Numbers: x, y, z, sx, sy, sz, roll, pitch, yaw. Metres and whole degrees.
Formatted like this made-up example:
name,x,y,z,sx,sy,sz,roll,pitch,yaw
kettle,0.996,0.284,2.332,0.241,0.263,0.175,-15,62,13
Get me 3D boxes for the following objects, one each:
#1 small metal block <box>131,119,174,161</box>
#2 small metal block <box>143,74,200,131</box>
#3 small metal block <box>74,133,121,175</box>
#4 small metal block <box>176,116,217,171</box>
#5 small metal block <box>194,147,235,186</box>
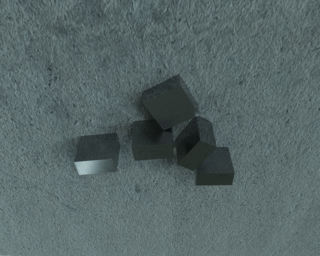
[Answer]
name,x,y,z,sx,sy,sz,roll,pitch,yaw
small metal block,-0.008,0.014,0.403,0.050,0.050,0.025,-4,130,3
small metal block,0.014,-0.031,0.381,0.050,0.025,0.050,-24,127,18
small metal block,-0.083,0.034,0.419,0.050,0.050,0.025,-5,130,4
small metal block,0.046,0.019,0.408,0.025,0.050,0.050,25,126,-20
small metal block,0.074,0.053,0.437,0.050,0.050,0.025,-1,130,0
